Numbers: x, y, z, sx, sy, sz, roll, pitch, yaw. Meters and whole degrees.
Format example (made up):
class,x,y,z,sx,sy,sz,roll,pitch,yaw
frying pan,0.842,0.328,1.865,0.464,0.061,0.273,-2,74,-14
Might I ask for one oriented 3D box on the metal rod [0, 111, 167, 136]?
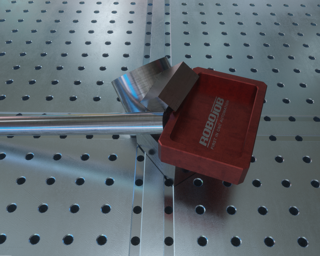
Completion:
class,x,y,z,sx,sy,sz,roll,pitch,yaw
metal rod,-0.141,-0.003,0.370,0.301,0.025,0.025,-1,49,13

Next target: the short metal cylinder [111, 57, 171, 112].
class,x,y,z,sx,sy,sz,roll,pitch,yaw
short metal cylinder,-0.017,-0.054,0.409,0.081,0.080,0.050,-28,99,-22

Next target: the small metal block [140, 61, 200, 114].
class,x,y,z,sx,sy,sz,roll,pitch,yaw
small metal block,0.010,-0.043,0.350,0.025,0.050,0.050,40,72,-18

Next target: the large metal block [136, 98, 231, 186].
class,x,y,z,sx,sy,sz,roll,pitch,yaw
large metal block,0.026,0.010,0.381,0.081,0.050,0.080,-28,56,-22

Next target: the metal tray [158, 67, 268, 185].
class,x,y,z,sx,sy,sz,roll,pitch,yaw
metal tray,0.062,-0.009,0.344,0.090,0.030,0.130,16,51,13
